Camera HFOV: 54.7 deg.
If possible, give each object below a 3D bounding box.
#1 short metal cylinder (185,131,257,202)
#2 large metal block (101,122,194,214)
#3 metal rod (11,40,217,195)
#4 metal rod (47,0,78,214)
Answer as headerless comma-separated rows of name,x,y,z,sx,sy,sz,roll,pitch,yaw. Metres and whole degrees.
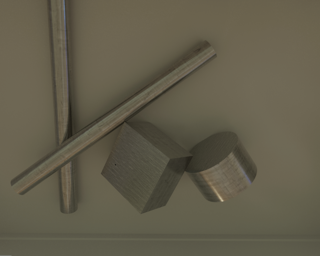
short metal cylinder,0.077,0.049,0.401,0.080,0.080,0.050,-32,107,11
large metal block,-0.018,0.047,0.393,0.080,0.050,0.080,37,111,31
metal rod,-0.060,-0.010,0.388,0.300,0.025,0.025,-35,107,4
metal rod,-0.124,-0.022,0.401,0.025,0.025,0.298,3,110,-2
